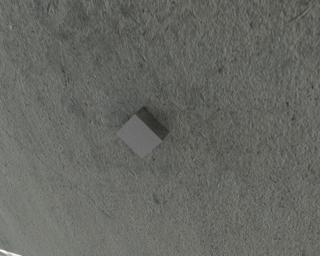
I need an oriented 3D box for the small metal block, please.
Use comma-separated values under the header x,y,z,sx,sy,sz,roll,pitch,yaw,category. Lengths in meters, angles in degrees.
x,y,z,sx,sy,sz,roll,pitch,yaw,category
-0.024,0.007,0.423,0.050,0.025,0.050,45,129,-4,small metal block
